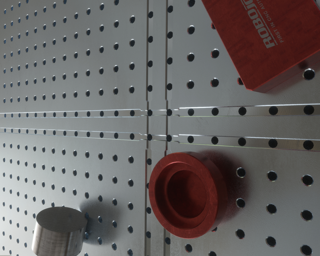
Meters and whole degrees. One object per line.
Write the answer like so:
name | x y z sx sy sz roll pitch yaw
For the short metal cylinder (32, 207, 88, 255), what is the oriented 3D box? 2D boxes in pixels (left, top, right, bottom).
short metal cylinder | -0.165 0.172 0.510 0.080 0.081 0.050 22 104 38

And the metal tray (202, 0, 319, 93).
metal tray | 0.107 -0.113 0.318 0.090 0.030 0.130 -33 70 35

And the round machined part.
round machined part | 0.037 0.076 0.368 0.098 0.042 0.097 0 90 40
